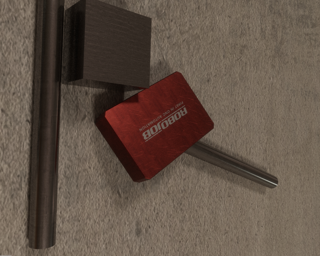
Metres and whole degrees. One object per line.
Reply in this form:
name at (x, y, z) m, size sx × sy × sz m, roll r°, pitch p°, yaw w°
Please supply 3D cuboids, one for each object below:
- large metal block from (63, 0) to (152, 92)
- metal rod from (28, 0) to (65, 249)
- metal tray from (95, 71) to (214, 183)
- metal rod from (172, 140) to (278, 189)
large metal block at (-0.058, -0.086, 0.341) m, size 0.081 × 0.050 × 0.079 m, roll 3°, pitch 88°, yaw -40°
metal rod at (-0.113, -0.033, 0.311) m, size 0.025 × 0.025 × 0.298 m, roll 3°, pitch 88°, yaw -40°
metal tray at (-0.001, -0.005, 0.384) m, size 0.131 × 0.030 × 0.090 m, roll -35°, pitch 93°, yaw -35°
metal rod at (0.103, 0.053, 0.494) m, size 0.302 × 0.025 × 0.025 m, roll 24°, pitch 75°, yaw -38°
